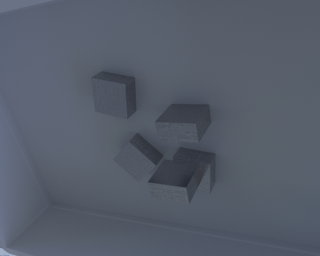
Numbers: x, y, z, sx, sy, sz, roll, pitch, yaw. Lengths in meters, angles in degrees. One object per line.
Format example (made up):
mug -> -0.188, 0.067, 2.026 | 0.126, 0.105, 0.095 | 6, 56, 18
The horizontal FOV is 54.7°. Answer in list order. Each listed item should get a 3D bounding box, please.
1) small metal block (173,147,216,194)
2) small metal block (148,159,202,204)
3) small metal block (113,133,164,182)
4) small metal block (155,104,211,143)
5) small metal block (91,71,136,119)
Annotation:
small metal block -> 0.047, 0.057, 0.418 | 0.050, 0.025, 0.050 | 9, 122, 23
small metal block -> 0.020, 0.066, 0.389 | 0.050, 0.050, 0.025 | 3, 120, 26
small metal block -> -0.032, 0.043, 0.451 | 0.050, 0.025, 0.050 | 42, 129, -1
small metal block -> 0.029, -0.007, 0.372 | 0.050, 0.050, 0.025 | 3, 120, 26
small metal block -> -0.060, -0.044, 0.412 | 0.050, 0.025, 0.050 | 13, 124, 20
